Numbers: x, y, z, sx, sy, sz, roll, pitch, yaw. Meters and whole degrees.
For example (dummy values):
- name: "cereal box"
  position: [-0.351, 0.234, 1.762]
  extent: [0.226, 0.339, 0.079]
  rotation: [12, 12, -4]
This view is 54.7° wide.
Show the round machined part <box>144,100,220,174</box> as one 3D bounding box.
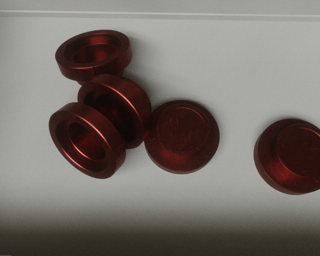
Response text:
- name: "round machined part"
  position: [0.028, 0.007, 0.398]
  extent: [0.099, 0.042, 0.098]
  rotation: [0, 70, -1]

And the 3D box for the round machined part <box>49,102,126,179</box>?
- name: "round machined part"
  position: [-0.081, 0.011, 0.372]
  extent: [0.098, 0.097, 0.042]
  rotation: [32, 47, 10]

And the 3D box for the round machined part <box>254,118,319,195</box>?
- name: "round machined part"
  position: [0.174, 0.033, 0.391]
  extent: [0.099, 0.042, 0.098]
  rotation: [0, 70, -1]

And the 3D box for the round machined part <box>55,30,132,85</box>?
- name: "round machined part"
  position: [-0.086, -0.091, 0.419]
  extent: [0.099, 0.042, 0.098]
  rotation: [-4, 44, 4]

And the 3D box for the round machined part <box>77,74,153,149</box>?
- name: "round machined part"
  position: [-0.050, -0.024, 0.384]
  extent: [0.098, 0.097, 0.042]
  rotation: [32, 50, 10]
